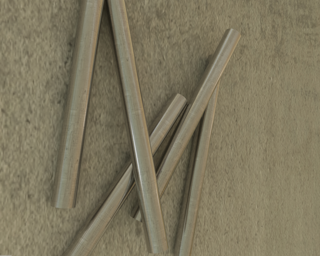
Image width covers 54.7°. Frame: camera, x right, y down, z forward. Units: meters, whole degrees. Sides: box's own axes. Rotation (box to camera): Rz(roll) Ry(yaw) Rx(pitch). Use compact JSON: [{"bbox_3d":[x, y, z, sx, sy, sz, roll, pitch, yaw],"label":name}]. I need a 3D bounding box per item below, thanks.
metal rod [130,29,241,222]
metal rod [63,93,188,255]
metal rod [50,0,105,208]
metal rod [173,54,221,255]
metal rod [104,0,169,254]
[{"bbox_3d":[0.042,-0.013,0.424,0.025,0.025,0.300,38,72,-34],"label":"metal rod"},{"bbox_3d":[-0.048,0.074,0.366,0.025,0.025,0.300,49,61,-30],"label":"metal rod"},{"bbox_3d":[-0.083,-0.067,0.335,0.025,0.025,0.298,11,83,-40],"label":"metal rod"},{"bbox_3d":[0.059,0.036,0.456,0.025,0.025,0.299,18,78,-39],"label":"metal rod"},{"bbox_3d":[-0.028,-0.008,0.358,0.025,0.025,0.298,-9,89,-40],"label":"metal rod"}]
